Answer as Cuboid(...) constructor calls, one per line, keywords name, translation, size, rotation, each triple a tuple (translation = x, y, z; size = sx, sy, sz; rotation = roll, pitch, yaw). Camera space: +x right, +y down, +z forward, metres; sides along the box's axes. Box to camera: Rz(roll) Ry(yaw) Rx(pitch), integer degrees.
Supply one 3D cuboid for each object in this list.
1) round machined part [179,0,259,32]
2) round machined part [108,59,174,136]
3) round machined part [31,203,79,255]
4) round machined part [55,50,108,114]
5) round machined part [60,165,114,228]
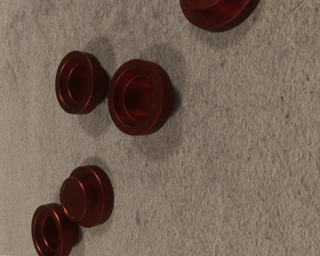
Cuboid(name="round machined part", translation=(0.060, -0.160, 0.343), size=(0.098, 0.042, 0.097), rotation=(0, 90, 39))
Cuboid(name="round machined part", translation=(-0.021, -0.039, 0.409), size=(0.098, 0.042, 0.097), rotation=(0, 90, 39))
Cuboid(name="round machined part", translation=(-0.179, 0.179, 0.538), size=(0.098, 0.042, 0.097), rotation=(0, 90, 39))
Cuboid(name="round machined part", translation=(-0.120, -0.070, 0.490), size=(0.098, 0.042, 0.097), rotation=(0, 90, 39))
Cuboid(name="round machined part", translation=(-0.122, 0.109, 0.491), size=(0.098, 0.042, 0.097), rotation=(0, 90, 39))
